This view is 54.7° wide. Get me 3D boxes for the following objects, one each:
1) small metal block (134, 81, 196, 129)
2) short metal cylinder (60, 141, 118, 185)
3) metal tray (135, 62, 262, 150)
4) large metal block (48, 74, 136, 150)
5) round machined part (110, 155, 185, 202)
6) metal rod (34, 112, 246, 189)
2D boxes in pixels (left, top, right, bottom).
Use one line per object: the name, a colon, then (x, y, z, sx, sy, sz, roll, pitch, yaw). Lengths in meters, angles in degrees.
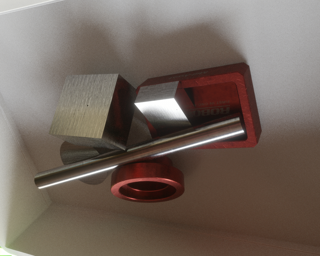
small metal block: (0.007, -0.025, 0.358, 0.050, 0.025, 0.050, -5, 143, 30)
short metal cylinder: (-0.100, 0.038, 0.464, 0.080, 0.050, 0.079, 13, 124, 20)
metal tray: (0.044, -0.020, 0.366, 0.130, 0.030, 0.090, -5, 116, 30)
large metal block: (-0.081, -0.020, 0.390, 0.080, 0.080, 0.050, 4, 162, 27)
round machined part: (-0.016, 0.067, 0.423, 0.099, 0.042, 0.098, 0, 149, 0)
metal rod: (-0.042, 0.036, 0.396, 0.300, 0.025, 0.025, -17, 110, 23)
